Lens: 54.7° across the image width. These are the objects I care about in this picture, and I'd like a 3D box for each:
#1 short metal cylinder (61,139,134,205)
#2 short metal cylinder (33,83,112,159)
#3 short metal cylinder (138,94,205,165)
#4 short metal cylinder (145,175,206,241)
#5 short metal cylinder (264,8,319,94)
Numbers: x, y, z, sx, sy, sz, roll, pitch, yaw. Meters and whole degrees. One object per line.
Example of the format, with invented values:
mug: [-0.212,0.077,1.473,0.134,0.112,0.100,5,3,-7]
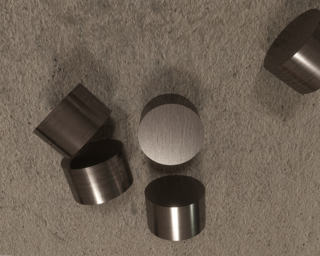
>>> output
short metal cylinder: [-0.080,0.054,0.399,0.080,0.080,0.050,-13,110,4]
short metal cylinder: [-0.105,-0.009,0.376,0.080,0.080,0.050,-43,105,14]
short metal cylinder: [0.013,0.000,0.397,0.081,0.050,0.079,0,110,-1]
short metal cylinder: [0.021,0.105,0.420,0.081,0.080,0.050,-3,110,1]
short metal cylinder: [0.166,-0.086,0.351,0.050,0.080,0.080,32,107,-12]
